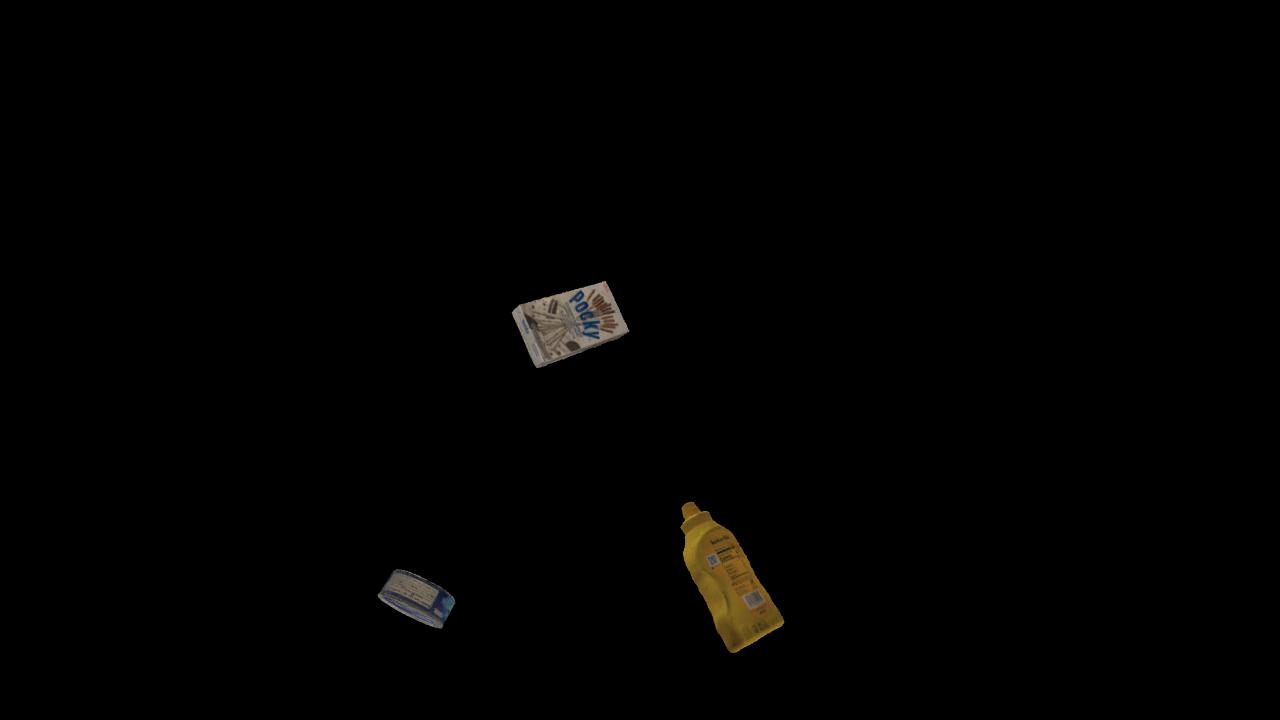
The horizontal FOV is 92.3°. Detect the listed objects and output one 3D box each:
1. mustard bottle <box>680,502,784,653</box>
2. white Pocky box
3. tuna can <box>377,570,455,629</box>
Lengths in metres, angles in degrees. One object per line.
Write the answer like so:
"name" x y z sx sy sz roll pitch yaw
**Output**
"mustard bottle" 0.103 0.262 0.777 0.092 0.184 0.054 -6 -34 -39
"white Pocky box" -0.091 -0.051 0.836 0.154 0.084 0.028 -23 -3 -41
"tuna can" -0.261 0.281 0.723 0.084 0.034 0.084 17 -36 13
